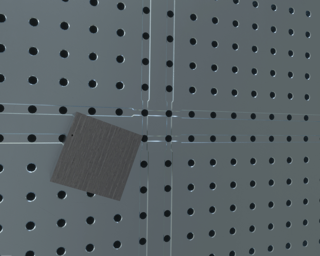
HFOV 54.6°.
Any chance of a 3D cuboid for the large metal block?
[{"bbox_3d":[-0.077,0.033,0.371,0.080,0.050,0.080,21,83,-19],"label":"large metal block"}]
